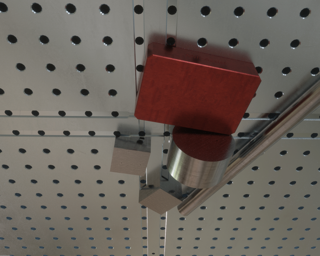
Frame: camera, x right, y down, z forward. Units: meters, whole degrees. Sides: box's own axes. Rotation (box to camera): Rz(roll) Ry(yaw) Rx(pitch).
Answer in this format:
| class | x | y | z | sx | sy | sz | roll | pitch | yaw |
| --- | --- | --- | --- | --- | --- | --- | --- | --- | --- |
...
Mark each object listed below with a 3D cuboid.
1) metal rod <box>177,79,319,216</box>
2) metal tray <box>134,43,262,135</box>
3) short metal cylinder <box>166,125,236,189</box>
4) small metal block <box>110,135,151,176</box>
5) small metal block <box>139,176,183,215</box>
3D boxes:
| class | x | y | z | sx | sy | sz | roll | pitch | yaw |
| --- | --- | --- | --- | --- | --- | --- | --- | --- | --- |
| metal rod | 0.121 | 0.044 | 0.451 | 0.025 | 0.025 | 0.298 | 26 | 125 | -21 |
| metal tray | 0.041 | -0.043 | 0.372 | 0.131 | 0.030 | 0.089 | 10 | 130 | -9 |
| short metal cylinder | 0.051 | 0.031 | 0.403 | 0.081 | 0.080 | 0.050 | 6 | 130 | -6 |
| small metal block | -0.043 | 0.041 | 0.446 | 0.050 | 0.025 | 0.050 | 9 | 130 | -8 |
| small metal block | 0.001 | 0.111 | 0.507 | 0.050 | 0.025 | 0.050 | 36 | 121 | -27 |
